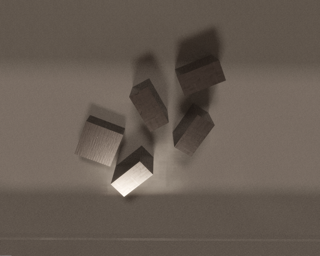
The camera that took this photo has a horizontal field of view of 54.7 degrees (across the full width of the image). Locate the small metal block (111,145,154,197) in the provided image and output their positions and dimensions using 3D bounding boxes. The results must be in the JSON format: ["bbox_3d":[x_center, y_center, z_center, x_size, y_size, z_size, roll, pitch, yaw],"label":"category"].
[{"bbox_3d":[-0.036,0.057,0.419,0.050,0.050,0.025,-39,106,13],"label":"small metal block"}]

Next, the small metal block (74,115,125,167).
[{"bbox_3d":[-0.080,0.017,0.417,0.050,0.025,0.050,21,109,-8],"label":"small metal block"}]

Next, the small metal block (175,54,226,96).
[{"bbox_3d":[0.047,-0.065,0.375,0.050,0.050,0.025,-21,109,7],"label":"small metal block"}]

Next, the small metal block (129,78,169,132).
[{"bbox_3d":[-0.013,-0.030,0.387,0.025,0.050,0.050,-27,108,9],"label":"small metal block"}]

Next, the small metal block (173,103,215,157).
[{"bbox_3d":[0.042,0.001,0.399,0.025,0.050,0.050,31,107,-11],"label":"small metal block"}]
